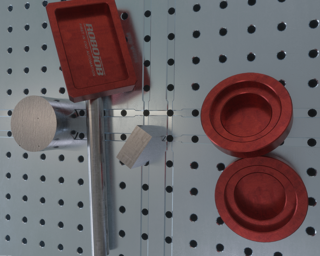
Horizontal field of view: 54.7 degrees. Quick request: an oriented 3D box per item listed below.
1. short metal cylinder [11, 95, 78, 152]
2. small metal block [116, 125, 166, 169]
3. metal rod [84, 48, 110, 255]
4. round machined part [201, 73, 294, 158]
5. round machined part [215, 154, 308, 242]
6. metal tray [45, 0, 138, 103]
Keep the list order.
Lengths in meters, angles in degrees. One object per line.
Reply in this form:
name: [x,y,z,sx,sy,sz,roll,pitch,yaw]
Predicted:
short metal cylinder: [-0.170,-0.006,0.459,0.080,0.050,0.080,0,90,20]
small metal block: [-0.024,0.024,0.408,0.025,0.050,0.050,37,102,16]
metal rod: [-0.091,0.031,0.444,0.025,0.025,0.298,-3,89,20]
round machined part: [0.100,-0.011,0.356,0.098,0.042,0.098,-10,62,20]
round machined part: [0.116,0.077,0.360,0.098,0.042,0.097,1,95,19]
metal tray: [-0.092,-0.107,0.418,0.091,0.030,0.129,-14,84,-15]
